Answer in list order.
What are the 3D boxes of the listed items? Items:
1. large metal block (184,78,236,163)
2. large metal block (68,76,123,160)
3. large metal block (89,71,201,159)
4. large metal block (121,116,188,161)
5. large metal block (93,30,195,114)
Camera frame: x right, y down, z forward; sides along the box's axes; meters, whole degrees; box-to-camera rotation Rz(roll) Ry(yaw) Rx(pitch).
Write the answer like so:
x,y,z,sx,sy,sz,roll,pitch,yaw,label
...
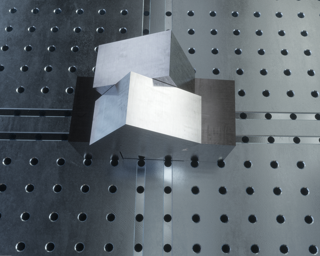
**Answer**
x,y,z,sx,sy,sz,roll,pitch,yaw,label
0.059,-0.006,0.385,0.050,0.080,0.080,4,70,1,large metal block
-0.073,-0.009,0.385,0.050,0.080,0.080,2,70,0,large metal block
-0.015,-0.007,0.314,0.081,0.080,0.050,15,66,-30,large metal block
-0.006,-0.005,0.398,0.081,0.050,0.080,3,70,0,large metal block
-0.013,-0.053,0.334,0.080,0.080,0.050,-6,68,22,large metal block
